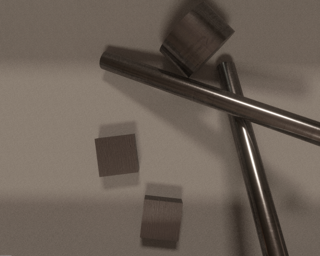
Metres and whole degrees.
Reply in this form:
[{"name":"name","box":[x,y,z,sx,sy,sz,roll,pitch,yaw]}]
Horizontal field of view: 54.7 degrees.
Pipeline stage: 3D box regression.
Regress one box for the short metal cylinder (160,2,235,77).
[{"name":"short metal cylinder","box":[0.046,-0.107,0.384,0.050,0.080,0.080,45,90,0]}]

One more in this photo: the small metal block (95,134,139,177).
[{"name":"small metal block","box":[-0.056,0.035,0.411,0.050,0.025,0.050,-7,90,-1]}]

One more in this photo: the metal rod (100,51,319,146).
[{"name":"metal rod","box":[0.061,-0.037,0.370,0.301,0.025,0.025,22,90,16]}]

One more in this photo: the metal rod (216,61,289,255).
[{"name":"metal rod","box":[0.107,0.053,0.353,0.025,0.025,0.299,-8,66,0]}]

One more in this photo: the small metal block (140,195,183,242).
[{"name":"small metal block","box":[0.002,0.119,0.412,0.050,0.025,0.050,6,90,-1]}]
